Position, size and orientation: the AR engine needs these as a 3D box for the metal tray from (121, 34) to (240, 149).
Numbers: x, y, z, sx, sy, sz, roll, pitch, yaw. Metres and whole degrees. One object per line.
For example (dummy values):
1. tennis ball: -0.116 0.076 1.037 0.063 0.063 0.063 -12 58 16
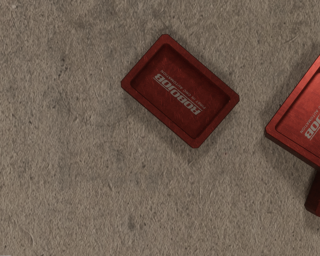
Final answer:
1. metal tray: 0.026 -0.047 0.407 0.130 0.030 0.090 41 90 -1

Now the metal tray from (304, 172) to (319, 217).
1. metal tray: 0.273 0.092 0.411 0.131 0.030 0.090 21 90 -1

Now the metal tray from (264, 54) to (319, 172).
1. metal tray: 0.208 -0.021 0.395 0.090 0.030 0.130 37 90 20
